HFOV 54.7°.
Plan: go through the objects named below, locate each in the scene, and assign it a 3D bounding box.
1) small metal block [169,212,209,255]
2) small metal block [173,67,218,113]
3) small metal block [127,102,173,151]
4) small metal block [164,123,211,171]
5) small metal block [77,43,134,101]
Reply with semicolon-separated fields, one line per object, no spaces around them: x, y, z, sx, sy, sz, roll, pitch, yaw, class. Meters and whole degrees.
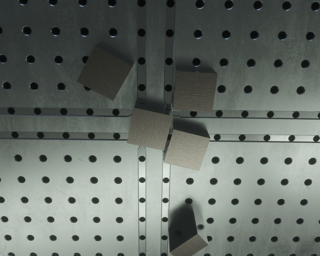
0.041;0.162;0.460;0.050;0.050;0.025;-38;106;12;small metal block
0.043;-0.049;0.396;0.050;0.025;0.050;4;110;-2;small metal block
-0.014;-0.002;0.413;0.050;0.025;0.050;12;110;-5;small metal block
0.036;0.026;0.424;0.050;0.025;0.050;14;109;-6;small metal block
-0.068;-0.070;0.387;0.050;0.025;0.050;29;107;-11;small metal block
